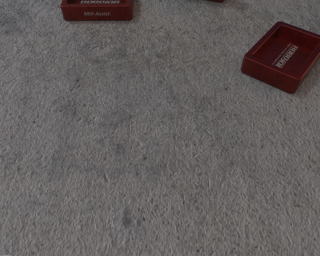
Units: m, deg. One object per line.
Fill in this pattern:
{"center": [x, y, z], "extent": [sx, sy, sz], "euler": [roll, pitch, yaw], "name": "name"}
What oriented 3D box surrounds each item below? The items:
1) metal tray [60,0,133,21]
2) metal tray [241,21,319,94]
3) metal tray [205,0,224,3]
{"center": [-0.118, -0.248, 0.606], "extent": [0.131, 0.030, 0.090], "euler": [-1, 50, -1], "name": "metal tray"}
{"center": [0.202, -0.118, 0.500], "extent": [0.090, 0.030, 0.131], "euler": [31, 56, 23], "name": "metal tray"}
{"center": [0.073, -0.311, 0.622], "extent": [0.130, 0.090, 0.030], "euler": [15, 52, 12], "name": "metal tray"}
